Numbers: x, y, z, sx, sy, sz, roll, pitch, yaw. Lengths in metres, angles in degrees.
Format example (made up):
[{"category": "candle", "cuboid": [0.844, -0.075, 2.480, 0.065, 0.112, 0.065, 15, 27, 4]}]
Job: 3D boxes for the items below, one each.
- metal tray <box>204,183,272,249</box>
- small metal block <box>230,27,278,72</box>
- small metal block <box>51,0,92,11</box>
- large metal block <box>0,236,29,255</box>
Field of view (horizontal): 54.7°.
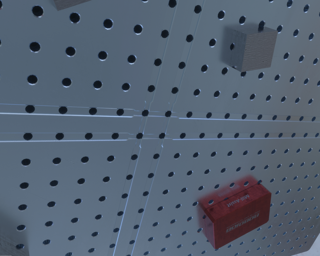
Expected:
[{"category": "metal tray", "cuboid": [0.152, 0.171, 0.600, 0.131, 0.030, 0.089, -21, 127, -16]}, {"category": "small metal block", "cuboid": [0.126, -0.106, 0.416, 0.050, 0.025, 0.050, -13, 124, -22]}, {"category": "small metal block", "cuboid": [-0.081, -0.141, 0.281, 0.050, 0.025, 0.050, -25, 128, -14]}, {"category": "large metal block", "cuboid": [-0.223, 0.184, 0.388, 0.080, 0.050, 0.080, -36, 129, -5]}]
